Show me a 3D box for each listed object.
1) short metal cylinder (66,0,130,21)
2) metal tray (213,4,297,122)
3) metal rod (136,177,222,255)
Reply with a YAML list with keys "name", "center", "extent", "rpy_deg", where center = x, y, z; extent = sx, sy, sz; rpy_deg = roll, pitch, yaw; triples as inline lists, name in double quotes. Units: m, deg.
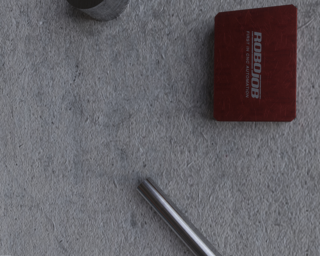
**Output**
- name: "short metal cylinder"
  center: [-0.086, -0.194, 0.425]
  extent: [0.080, 0.050, 0.079]
  rpy_deg: [0, 90, 19]
- name: "metal tray"
  center: [0.112, -0.072, 0.367]
  extent: [0.090, 0.030, 0.129]
  rpy_deg: [1, 90, 19]
- name: "metal rod"
  center: [0.079, 0.178, 0.380]
  extent: [0.300, 0.025, 0.025]
  rpy_deg: [46, 104, 14]
